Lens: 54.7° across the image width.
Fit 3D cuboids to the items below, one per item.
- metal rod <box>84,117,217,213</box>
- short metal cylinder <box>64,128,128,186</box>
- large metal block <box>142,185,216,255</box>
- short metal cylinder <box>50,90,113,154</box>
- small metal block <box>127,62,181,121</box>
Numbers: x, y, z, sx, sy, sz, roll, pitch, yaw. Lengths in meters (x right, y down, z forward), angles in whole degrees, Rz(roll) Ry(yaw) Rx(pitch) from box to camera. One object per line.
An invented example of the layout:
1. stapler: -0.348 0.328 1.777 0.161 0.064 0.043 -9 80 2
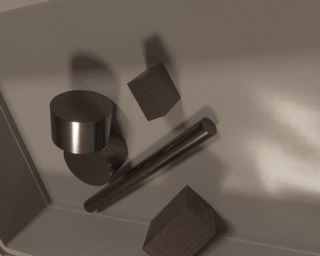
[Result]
1. metal rod: -0.033 0.069 0.467 0.025 0.025 0.299 48 128 -6
2. short metal cylinder: -0.096 0.040 0.466 0.080 0.050 0.079 13 124 20
3. large metal block: 0.027 0.135 0.422 0.050 0.080 0.080 42 100 -1
4. short metal cylinder: -0.106 -0.010 0.421 0.080 0.080 0.050 21 126 15
5. small metal block: -0.005 -0.044 0.367 0.025 0.050 0.050 -17 109 35
